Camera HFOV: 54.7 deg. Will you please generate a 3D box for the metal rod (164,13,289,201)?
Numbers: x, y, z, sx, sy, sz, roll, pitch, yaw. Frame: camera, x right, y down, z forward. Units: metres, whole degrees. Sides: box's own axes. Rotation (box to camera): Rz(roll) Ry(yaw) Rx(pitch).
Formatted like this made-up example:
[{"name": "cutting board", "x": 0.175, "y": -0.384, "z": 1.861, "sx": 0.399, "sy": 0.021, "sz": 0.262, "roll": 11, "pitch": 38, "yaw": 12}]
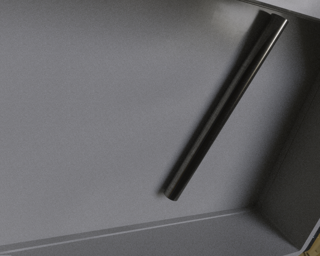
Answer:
[{"name": "metal rod", "x": 0.087, "y": -0.019, "z": 0.446, "sx": 0.025, "sy": 0.025, "sz": 0.298, "roll": 18, "pitch": 109, "yaw": -36}]
